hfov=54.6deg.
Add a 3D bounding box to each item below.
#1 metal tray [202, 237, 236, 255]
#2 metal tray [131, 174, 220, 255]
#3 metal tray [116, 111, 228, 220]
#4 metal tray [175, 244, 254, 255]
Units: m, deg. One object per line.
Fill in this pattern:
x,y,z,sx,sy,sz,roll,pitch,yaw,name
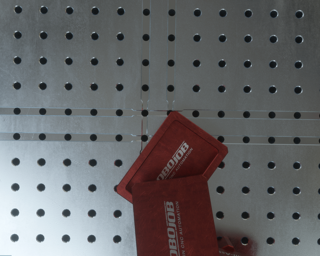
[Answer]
0.050,0.214,0.411,0.130,0.030,0.090,-23,90,0,metal tray
0.019,0.126,0.361,0.090,0.030,0.130,-8,70,3,metal tray
0.016,0.054,0.410,0.090,0.030,0.130,36,90,0,metal tray
0.074,0.199,0.380,0.131,0.030,0.090,13,90,0,metal tray
